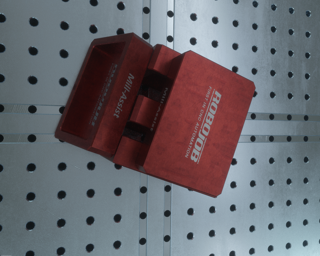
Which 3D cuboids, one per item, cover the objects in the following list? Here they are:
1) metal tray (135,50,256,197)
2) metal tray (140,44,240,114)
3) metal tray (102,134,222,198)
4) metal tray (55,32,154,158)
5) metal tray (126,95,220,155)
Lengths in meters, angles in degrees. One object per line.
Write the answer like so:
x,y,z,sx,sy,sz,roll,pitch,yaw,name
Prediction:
0.039,-0.004,0.327,0.090,0.030,0.130,22,83,-19,metal tray
0.036,-0.055,0.390,0.131,0.090,0.030,22,84,-18,metal tray
0.000,0.044,0.377,0.131,0.090,0.030,22,83,-19,metal tray
-0.066,-0.039,0.351,0.030,0.090,0.130,26,81,-40,metal tray
0.016,0.001,0.382,0.131,0.090,0.030,21,82,-20,metal tray
